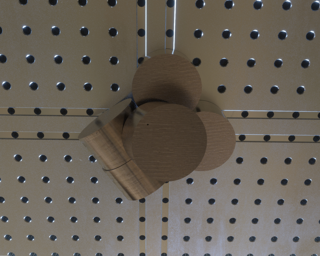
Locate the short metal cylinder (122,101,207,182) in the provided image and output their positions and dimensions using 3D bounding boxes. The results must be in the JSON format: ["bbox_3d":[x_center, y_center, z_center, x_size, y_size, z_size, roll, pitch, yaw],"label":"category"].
[{"bbox_3d":[0.003,0.012,0.336,0.081,0.050,0.079,-3,98,-18],"label":"short metal cylinder"}]

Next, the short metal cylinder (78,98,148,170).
[{"bbox_3d":[-0.053,0.007,0.386,0.080,0.080,0.050,-32,107,11],"label":"short metal cylinder"}]

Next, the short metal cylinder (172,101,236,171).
[{"bbox_3d":[0.053,0.009,0.403,0.081,0.050,0.079,0,110,-1],"label":"short metal cylinder"}]

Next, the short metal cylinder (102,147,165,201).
[{"bbox_3d":[-0.027,0.047,0.401,0.080,0.080,0.050,-32,107,11],"label":"short metal cylinder"}]

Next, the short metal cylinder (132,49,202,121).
[{"bbox_3d":[0.008,-0.054,0.379,0.081,0.050,0.079,0,110,-1],"label":"short metal cylinder"}]
